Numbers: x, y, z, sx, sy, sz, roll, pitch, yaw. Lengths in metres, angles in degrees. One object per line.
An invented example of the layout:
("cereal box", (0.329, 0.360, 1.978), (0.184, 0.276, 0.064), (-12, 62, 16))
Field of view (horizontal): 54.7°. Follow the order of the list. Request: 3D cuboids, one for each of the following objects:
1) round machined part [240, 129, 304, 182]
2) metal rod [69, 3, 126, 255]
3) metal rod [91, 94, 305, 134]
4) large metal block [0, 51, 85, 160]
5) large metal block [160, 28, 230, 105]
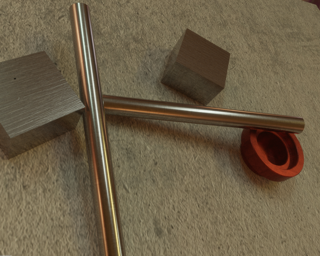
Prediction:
("round machined part", (0.160, 0.034, 0.461), (0.099, 0.042, 0.098), (14, 56, -21))
("metal rod", (-0.072, -0.007, 0.343), (0.025, 0.025, 0.299), (-2, 71, -29))
("metal rod", (0.054, -0.017, 0.410), (0.302, 0.025, 0.025), (5, 59, -14))
("large metal block", (-0.141, -0.026, 0.328), (0.081, 0.050, 0.080), (-30, 79, -38))
("large metal block", (0.056, -0.093, 0.477), (0.080, 0.050, 0.080), (27, 52, -12))
